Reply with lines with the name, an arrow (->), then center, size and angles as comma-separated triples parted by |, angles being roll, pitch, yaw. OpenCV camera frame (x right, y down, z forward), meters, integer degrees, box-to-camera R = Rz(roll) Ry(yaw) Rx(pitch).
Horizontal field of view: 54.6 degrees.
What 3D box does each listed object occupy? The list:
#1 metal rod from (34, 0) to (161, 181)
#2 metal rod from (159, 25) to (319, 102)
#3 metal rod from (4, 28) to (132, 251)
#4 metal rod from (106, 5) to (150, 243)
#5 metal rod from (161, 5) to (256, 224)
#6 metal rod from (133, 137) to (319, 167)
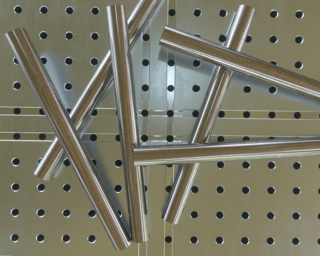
metal rod -> -0.078, -0.064, 0.412 | 0.025, 0.025, 0.299 | 32, 90, 0
metal rod -> 0.145, -0.067, 0.395 | 0.302, 0.025, 0.025 | 18, 90, -8
metal rod -> -0.110, 0.022, 0.389 | 0.025, 0.025, 0.299 | -24, 99, 0
metal rod -> -0.040, 0.000, 0.398 | 0.025, 0.025, 0.298 | -6, 96, 0
metal rod -> 0.064, -0.018, 0.413 | 0.025, 0.025, 0.299 | 20, 90, 0
metal rod -> 0.118, 0.028, 0.396 | 0.302, 0.025, 0.025 | -3, 90, -7
